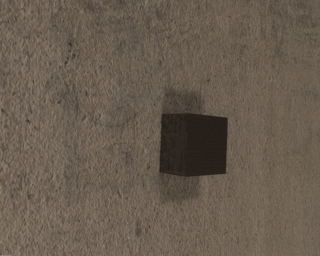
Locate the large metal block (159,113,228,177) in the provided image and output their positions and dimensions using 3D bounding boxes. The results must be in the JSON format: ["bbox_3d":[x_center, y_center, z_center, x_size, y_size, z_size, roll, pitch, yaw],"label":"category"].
[{"bbox_3d":[0.048,0.023,0.431,0.081,0.050,0.080,4,88,-40],"label":"large metal block"}]
